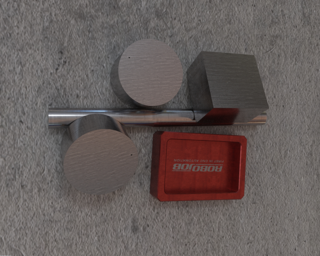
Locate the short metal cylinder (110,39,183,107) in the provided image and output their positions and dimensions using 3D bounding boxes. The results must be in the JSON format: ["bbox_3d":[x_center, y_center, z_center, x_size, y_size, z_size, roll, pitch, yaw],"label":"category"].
[{"bbox_3d":[-0.018,-0.066,0.390,0.081,0.050,0.080,0,90,-20],"label":"short metal cylinder"}]

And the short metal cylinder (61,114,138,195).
[{"bbox_3d":[-0.071,0.029,0.358,0.081,0.050,0.079,-8,113,-18],"label":"short metal cylinder"}]

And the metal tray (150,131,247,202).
[{"bbox_3d":[0.055,0.052,0.427,0.131,0.030,0.089,4,89,-20],"label":"metal tray"}]

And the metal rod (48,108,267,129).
[{"bbox_3d":[0.011,-0.014,0.416,0.303,0.025,0.025,-1,91,-20],"label":"metal rod"}]

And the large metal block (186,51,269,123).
[{"bbox_3d":[0.088,-0.053,0.416,0.081,0.050,0.080,-1,69,-20],"label":"large metal block"}]
